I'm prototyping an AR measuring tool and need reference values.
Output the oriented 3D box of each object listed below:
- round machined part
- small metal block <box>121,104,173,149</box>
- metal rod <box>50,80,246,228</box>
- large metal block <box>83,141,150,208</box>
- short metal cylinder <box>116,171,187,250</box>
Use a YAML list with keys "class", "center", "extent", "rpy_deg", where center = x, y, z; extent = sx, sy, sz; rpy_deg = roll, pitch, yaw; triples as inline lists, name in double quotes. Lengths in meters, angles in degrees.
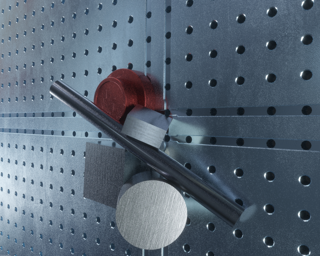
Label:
- class: "round machined part"
  center: [-0.057, -0.037, 0.443]
  extent: [0.098, 0.042, 0.097]
  rpy_deg: [0, 90, 39]
- class: "small metal block"
  center: [-0.015, -0.004, 0.391]
  extent: [0.050, 0.050, 0.025]
  rpy_deg: [23, 111, 2]
- class: "metal rod"
  center: [-0.031, 0.020, 0.390]
  extent: [0.300, 0.025, 0.025]
  rpy_deg: [34, 111, 21]
- class: "large metal block"
  center: [-0.061, 0.063, 0.438]
  extent: [0.080, 0.050, 0.079]
  rpy_deg: [6, 94, 39]
- class: "short metal cylinder"
  center: [-0.011, 0.096, 0.373]
  extent: [0.081, 0.050, 0.079]
  rpy_deg: [0, 94, -5]
